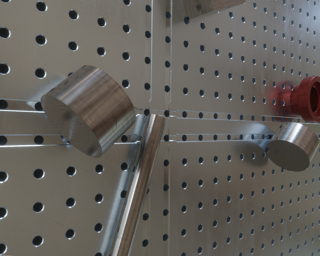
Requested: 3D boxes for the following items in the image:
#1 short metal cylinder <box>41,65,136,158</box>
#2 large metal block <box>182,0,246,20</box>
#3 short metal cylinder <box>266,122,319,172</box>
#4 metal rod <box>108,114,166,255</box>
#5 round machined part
[{"bbox_3d":[-0.072,-0.016,0.313,0.050,0.080,0.080,-48,119,-29],"label":"short metal cylinder"},{"bbox_3d":[0.074,-0.212,0.454,0.081,0.050,0.080,-28,108,-36],"label":"large metal block"},{"bbox_3d":[0.248,0.036,0.581,0.050,0.080,0.080,-47,119,-29],"label":"short metal cylinder"},{"bbox_3d":[-0.042,0.127,0.374,0.025,0.025,0.299,24,75,-38],"label":"metal rod"},{"bbox_3d":[0.318,-0.061,0.664,0.099,0.042,0.097,0,90,-40],"label":"round machined part"}]
